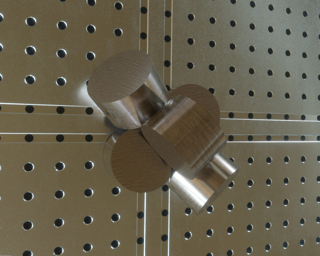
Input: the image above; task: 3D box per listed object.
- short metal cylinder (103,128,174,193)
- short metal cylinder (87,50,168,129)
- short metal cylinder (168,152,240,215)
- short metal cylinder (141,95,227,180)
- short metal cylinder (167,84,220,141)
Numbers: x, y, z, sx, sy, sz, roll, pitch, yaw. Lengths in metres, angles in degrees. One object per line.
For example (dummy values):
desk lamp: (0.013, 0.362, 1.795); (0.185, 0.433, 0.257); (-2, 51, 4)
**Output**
short metal cylinder: (-0.027, 0.037, 0.390); (0.081, 0.050, 0.079); (0, 90, -21)
short metal cylinder: (-0.037, -0.045, 0.363); (0.080, 0.080, 0.050); (-48, 139, -14)
short metal cylinder: (0.057, 0.065, 0.398); (0.080, 0.080, 0.050); (-42, 68, -15)
short metal cylinder: (0.025, 0.010, 0.339); (0.050, 0.080, 0.080); (-43, 104, -15)
short metal cylinder: (0.032, -0.016, 0.411); (0.081, 0.050, 0.079); (0, 90, -21)
